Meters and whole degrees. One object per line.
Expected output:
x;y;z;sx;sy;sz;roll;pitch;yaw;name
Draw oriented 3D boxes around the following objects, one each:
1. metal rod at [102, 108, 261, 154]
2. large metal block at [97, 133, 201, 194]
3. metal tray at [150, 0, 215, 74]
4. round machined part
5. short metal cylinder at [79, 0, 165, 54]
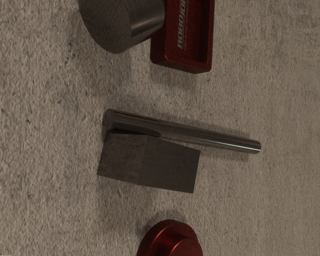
0.055;0.012;0.452;0.302;0.025;0.025;11;83;-40;metal rod
-0.013;0.040;0.360;0.080;0.080;0.050;18;79;-39;large metal block
0.034;-0.148;0.431;0.091;0.030;0.129;5;87;-40;metal tray
0.020;0.176;0.413;0.099;0.042;0.097;0;90;-40;round machined part
-0.042;-0.128;0.335;0.050;0.080;0.080;-38;114;-34;short metal cylinder
